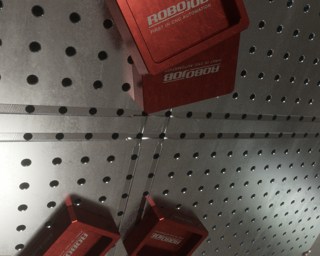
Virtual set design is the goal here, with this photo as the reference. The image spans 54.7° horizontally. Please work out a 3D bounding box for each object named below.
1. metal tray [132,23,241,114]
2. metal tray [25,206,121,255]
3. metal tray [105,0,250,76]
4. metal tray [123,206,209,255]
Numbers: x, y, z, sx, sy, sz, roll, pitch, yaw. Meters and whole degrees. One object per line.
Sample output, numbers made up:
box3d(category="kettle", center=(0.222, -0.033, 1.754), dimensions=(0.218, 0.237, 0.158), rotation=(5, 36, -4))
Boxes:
box3d(category="metal tray", center=(0.033, -0.076, 0.381), dimensions=(0.131, 0.030, 0.089), rotation=(-15, 125, -20))
box3d(category="metal tray", center=(-0.132, 0.181, 0.448), dimensions=(0.130, 0.030, 0.090), rotation=(-49, 129, 6))
box3d(category="metal tray", center=(0.022, -0.120, 0.319), dimensions=(0.131, 0.030, 0.090), rotation=(-30, 108, -16))
box3d(category="metal tray", center=(0.013, 0.191, 0.535), dimensions=(0.131, 0.030, 0.090), rotation=(30, 101, -38))
